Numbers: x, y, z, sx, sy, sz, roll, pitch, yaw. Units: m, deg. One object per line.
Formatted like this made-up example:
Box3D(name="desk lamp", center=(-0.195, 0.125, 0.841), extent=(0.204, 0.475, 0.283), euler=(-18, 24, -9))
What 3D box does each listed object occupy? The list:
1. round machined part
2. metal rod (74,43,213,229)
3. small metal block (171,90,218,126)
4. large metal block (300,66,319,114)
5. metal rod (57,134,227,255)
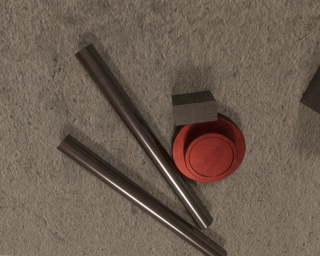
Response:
Box3D(name="round machined part", center=(0.065, 0.031, 0.413), extent=(0.099, 0.042, 0.097), euler=(0, 110, -1))
Box3D(name="metal rod", center=(-0.012, 0.023, 0.417), extent=(0.025, 0.025, 0.299), euler=(-31, 108, 10))
Box3D(name="small metal block", center=(0.042, -0.026, 0.388), extent=(0.050, 0.050, 0.025), euler=(-7, 110, 2))
Box3D(name="large metal block", center=(0.224, -0.048, 0.366), extent=(0.050, 0.080, 0.079), euler=(19, 109, -7))
Box3D(name="metal rod", center=(-0.017, 0.110, 0.449), extent=(0.301, 0.025, 0.025), euler=(39, 105, -14))
